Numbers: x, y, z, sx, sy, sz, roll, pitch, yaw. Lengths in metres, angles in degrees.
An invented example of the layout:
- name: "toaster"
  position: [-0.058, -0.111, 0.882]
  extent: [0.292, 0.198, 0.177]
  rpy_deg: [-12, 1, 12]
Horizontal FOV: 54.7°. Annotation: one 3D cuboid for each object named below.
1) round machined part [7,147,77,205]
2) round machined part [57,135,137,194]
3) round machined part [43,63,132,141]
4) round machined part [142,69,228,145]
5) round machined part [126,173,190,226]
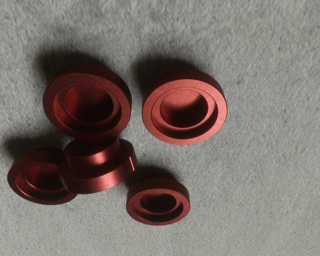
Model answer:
- name: "round machined part"
  position: [-0.163, 0.066, 0.450]
  extent: [0.099, 0.042, 0.097]
  rpy_deg: [0, 131, 0]
- name: "round machined part"
  position: [-0.081, 0.036, 0.391]
  extent: [0.098, 0.098, 0.042]
  rpy_deg: [-10, 115, 8]
- name: "round machined part"
  position: [-0.082, -0.034, 0.366]
  extent: [0.099, 0.042, 0.097]
  rpy_deg: [-1, 130, 0]
- name: "round machined part"
  position: [0.028, -0.029, 0.372]
  extent: [0.099, 0.042, 0.097]
  rpy_deg: [-1, 130, 0]
- name: "round machined part"
  position: [-0.003, 0.109, 0.489]
  extent: [0.099, 0.042, 0.097]
  rpy_deg: [-1, 130, 0]
